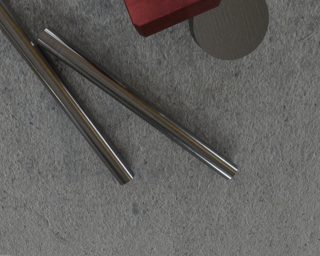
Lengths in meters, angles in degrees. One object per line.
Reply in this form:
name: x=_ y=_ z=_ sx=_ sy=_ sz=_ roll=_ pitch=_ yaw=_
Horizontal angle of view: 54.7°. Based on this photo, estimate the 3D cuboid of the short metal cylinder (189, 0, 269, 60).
short metal cylinder: x=0.076 y=-0.121 z=0.353 sx=0.081 sy=0.050 sz=0.079 roll=0 pitch=110 yaw=0

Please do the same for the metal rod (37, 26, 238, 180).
metal rod: x=-0.019 y=-0.024 z=0.400 sx=0.301 sy=0.025 sz=0.025 roll=36 pitch=106 yaw=-13

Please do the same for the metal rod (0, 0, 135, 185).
metal rod: x=-0.126 y=-0.047 z=0.391 sx=0.025 sy=0.025 sz=0.299 roll=-30 pitch=108 yaw=10

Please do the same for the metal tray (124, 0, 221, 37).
metal tray: x=-0.003 y=-0.170 z=0.314 sx=0.090 sy=0.030 sz=0.129 roll=-21 pitch=82 yaw=8
